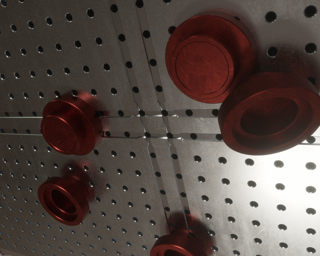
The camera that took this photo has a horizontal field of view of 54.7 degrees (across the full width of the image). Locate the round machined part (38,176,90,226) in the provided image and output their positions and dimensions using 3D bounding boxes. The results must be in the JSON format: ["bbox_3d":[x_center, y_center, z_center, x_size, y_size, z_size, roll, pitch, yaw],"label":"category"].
[{"bbox_3d":[-0.170,0.128,0.566,0.098,0.042,0.097,13,124,20],"label":"round machined part"}]

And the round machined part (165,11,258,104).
[{"bbox_3d":[0.050,-0.070,0.330,0.098,0.042,0.097,13,124,20],"label":"round machined part"}]

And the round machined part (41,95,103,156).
[{"bbox_3d":[-0.141,0.002,0.474,0.098,0.042,0.097,13,124,20],"label":"round machined part"}]

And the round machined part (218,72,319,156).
[{"bbox_3d":[0.108,-0.018,0.314,0.099,0.042,0.097,-3,138,-2],"label":"round machined part"}]

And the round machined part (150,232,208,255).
[{"bbox_3d":[0.037,0.211,0.510,0.098,0.042,0.097,13,124,20],"label":"round machined part"}]
